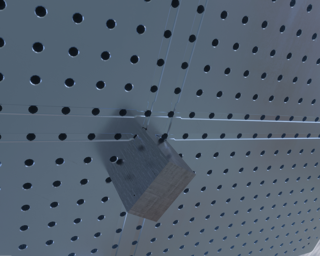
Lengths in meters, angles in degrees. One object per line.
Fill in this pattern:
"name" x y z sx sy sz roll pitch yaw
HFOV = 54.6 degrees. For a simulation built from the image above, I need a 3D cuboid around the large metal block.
"large metal block" -0.013 0.060 0.404 0.050 0.080 0.080 31 101 -38
